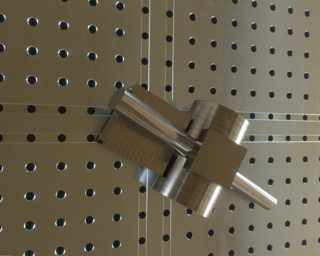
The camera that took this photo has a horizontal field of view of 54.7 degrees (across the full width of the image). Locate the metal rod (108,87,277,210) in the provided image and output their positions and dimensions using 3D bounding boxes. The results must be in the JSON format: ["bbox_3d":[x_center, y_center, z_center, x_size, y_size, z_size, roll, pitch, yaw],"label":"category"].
[{"bbox_3d":[0.061,0.041,0.390,0.301,0.025,0.025,34,79,-33],"label":"metal rod"}]

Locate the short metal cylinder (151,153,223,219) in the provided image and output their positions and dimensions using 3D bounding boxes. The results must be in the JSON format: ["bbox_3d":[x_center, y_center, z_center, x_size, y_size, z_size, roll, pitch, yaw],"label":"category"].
[{"bbox_3d":[0.036,0.073,0.393,0.080,0.080,0.050,31,80,-18],"label":"short metal cylinder"}]

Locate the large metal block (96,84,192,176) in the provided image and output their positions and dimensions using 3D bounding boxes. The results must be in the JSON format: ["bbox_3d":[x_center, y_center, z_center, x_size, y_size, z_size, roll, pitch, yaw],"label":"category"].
[{"bbox_3d":[-0.021,0.003,0.386,0.080,0.050,0.080,31,80,-18],"label":"large metal block"}]

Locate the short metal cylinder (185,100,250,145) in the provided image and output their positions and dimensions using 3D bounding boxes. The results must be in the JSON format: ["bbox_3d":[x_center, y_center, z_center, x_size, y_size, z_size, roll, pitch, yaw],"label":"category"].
[{"bbox_3d":[0.070,0.004,0.406,0.080,0.080,0.050,29,81,-18],"label":"short metal cylinder"}]

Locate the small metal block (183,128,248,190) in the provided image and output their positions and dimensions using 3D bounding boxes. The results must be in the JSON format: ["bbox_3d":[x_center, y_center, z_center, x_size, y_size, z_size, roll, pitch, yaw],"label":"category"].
[{"bbox_3d":[0.062,0.035,0.348,0.050,0.025,0.050,29,80,-9],"label":"small metal block"}]
